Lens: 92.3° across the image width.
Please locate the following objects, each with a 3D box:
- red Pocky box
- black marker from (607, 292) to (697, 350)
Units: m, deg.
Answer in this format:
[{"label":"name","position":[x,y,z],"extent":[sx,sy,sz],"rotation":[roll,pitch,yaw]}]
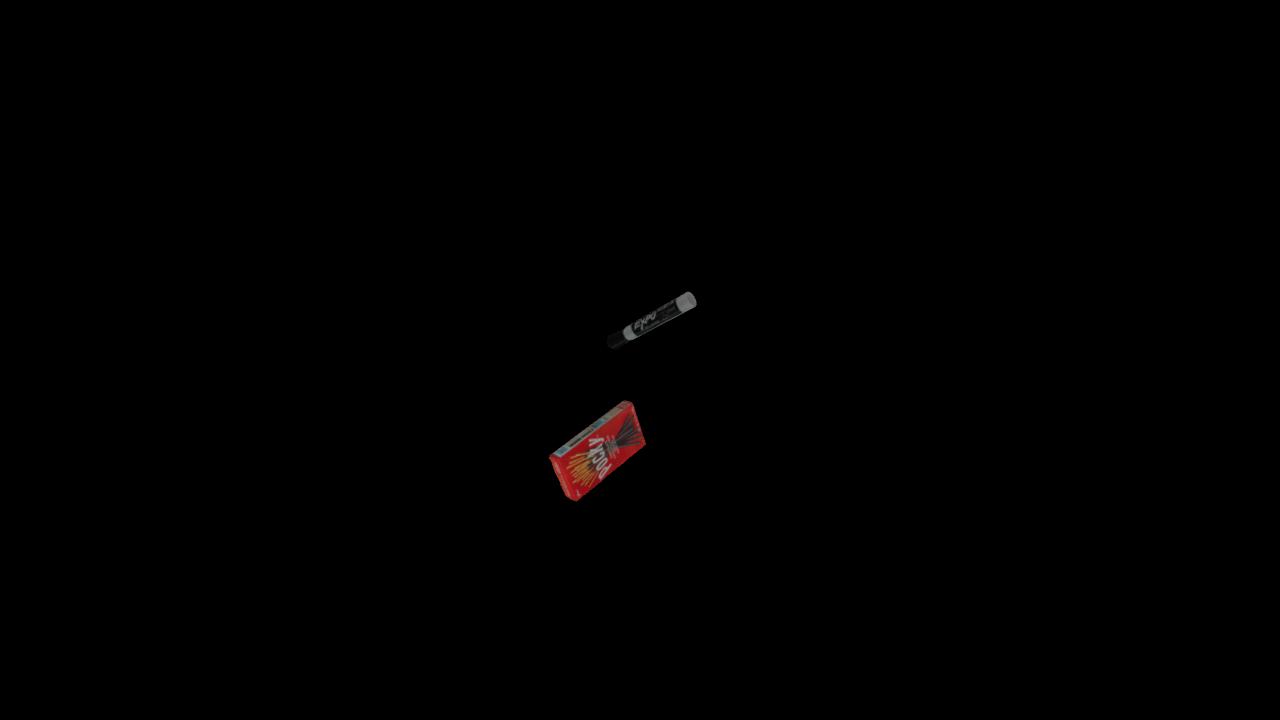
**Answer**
[{"label":"red Pocky box","position":[-0.060,0.136,0.934],"extent":[0.155,0.083,0.028],"rotation":[-36,33,-31]},{"label":"black marker","position":[0.010,-0.042,0.691],"extent":[0.121,0.020,0.020],"rotation":[-27,-15,31]}]
